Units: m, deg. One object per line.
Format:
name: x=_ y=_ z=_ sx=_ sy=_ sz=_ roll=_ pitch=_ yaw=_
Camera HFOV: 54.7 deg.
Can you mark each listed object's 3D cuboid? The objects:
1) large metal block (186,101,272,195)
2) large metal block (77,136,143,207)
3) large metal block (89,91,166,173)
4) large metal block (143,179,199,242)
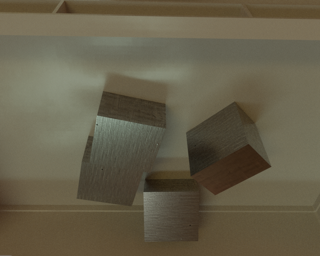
large metal block: x=0.083 y=0.026 z=0.396 sx=0.080 sy=0.080 sz=0.050 roll=-34 pitch=122 yaw=25
large metal block: x=-0.071 y=0.064 z=0.446 sx=0.081 sy=0.050 sz=0.079 roll=11 pitch=130 yaw=-10
large metal block: x=-0.042 y=0.007 z=0.398 sx=0.081 sy=0.050 sz=0.079 roll=11 pitch=129 yaw=-10
large metal block: x=0.017 y=0.126 z=0.479 sx=0.081 sy=0.050 sz=0.079 roll=-1 pitch=102 yaw=0
